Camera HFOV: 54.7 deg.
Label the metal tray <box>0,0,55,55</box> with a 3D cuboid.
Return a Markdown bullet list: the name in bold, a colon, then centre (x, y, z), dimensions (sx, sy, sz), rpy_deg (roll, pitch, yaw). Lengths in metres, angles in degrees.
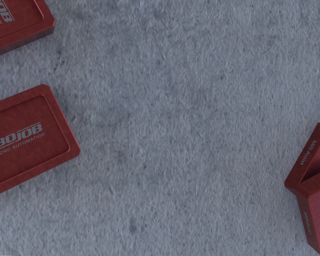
- **metal tray**: centre (-0.187, -0.151, 0.336), dimensions (0.091, 0.030, 0.130), rpy_deg (-31, 100, -18)

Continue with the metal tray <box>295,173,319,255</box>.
- **metal tray**: centre (0.268, 0.127, 0.482), dimensions (0.090, 0.030, 0.129), rpy_deg (-26, 114, -7)

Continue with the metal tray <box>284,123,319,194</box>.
- **metal tray**: centre (0.273, 0.066, 0.510), dimensions (0.090, 0.030, 0.130), rpy_deg (38, 78, -16)

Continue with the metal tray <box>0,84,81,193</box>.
- **metal tray**: centre (-0.168, 0.017, 0.344), dimensions (0.131, 0.030, 0.090), rpy_deg (-27, 99, -18)
